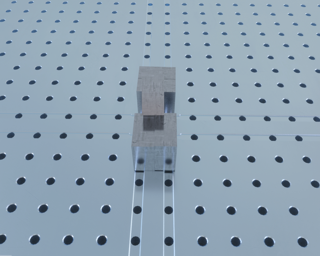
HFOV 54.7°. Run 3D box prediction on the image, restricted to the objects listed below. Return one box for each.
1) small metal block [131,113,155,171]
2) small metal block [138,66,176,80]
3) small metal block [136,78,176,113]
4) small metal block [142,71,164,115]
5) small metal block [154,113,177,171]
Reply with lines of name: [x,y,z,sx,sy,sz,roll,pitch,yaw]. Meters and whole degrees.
small metal block: [-0.019,0.017,0.376,0.025,0.050,0.050,1,50,1]
small metal block: [-0.004,-0.060,0.441,0.050,0.050,0.025,2,50,1]
small metal block: [-0.005,-0.040,0.424,0.050,0.050,0.025,2,50,1]
small metal block: [-0.008,-0.043,0.373,0.025,0.050,0.050,0,8,1]
small metal block: [0.007,0.017,0.376,0.025,0.050,0.050,1,50,1]
